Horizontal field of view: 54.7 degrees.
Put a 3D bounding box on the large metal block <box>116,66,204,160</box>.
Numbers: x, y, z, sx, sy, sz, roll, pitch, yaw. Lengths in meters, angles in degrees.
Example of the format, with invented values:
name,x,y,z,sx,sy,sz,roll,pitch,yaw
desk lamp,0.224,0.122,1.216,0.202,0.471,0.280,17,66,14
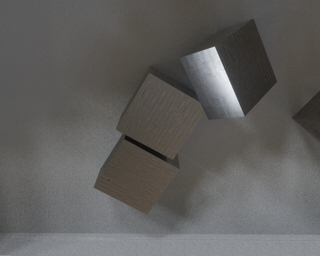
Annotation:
name,x,y,z,sx,sy,sz,roll,pitch,yaw
large metal block,0.002,-0.020,0.391,0.080,0.050,0.080,29,107,-11

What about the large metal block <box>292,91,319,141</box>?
name,x,y,z,sx,sy,sz,roll,pitch,yaw
large metal block,0.227,0.006,0.387,0.080,0.080,0.050,37,106,-13

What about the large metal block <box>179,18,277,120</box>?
name,x,y,z,sx,sy,sz,roll,pitch,yaw
large metal block,0.080,-0.066,0.353,0.080,0.050,0.080,-41,112,-34

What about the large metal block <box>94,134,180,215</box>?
name,x,y,z,sx,sy,sz,roll,pitch,yaw
large metal block,-0.030,0.056,0.418,0.080,0.050,0.080,30,107,-11
